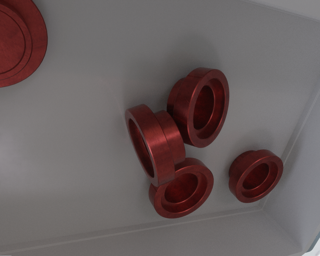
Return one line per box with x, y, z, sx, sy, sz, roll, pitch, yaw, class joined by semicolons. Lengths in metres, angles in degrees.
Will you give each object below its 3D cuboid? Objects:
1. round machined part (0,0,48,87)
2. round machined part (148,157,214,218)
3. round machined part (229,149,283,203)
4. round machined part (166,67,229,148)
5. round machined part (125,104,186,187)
-0.149;-0.079;0.267;0.099;0.042;0.097;-14;124;-21;round machined part
0.028;0.084;0.465;0.099;0.042;0.097;-14;124;-21;round machined part
0.158;0.077;0.532;0.099;0.042;0.097;-14;124;-21;round machined part
0.045;-0.027;0.388;0.099;0.042;0.097;-25;122;-47;round machined part
-0.004;0.017;0.370;0.042;0.098;0.097;-21;127;-15;round machined part
